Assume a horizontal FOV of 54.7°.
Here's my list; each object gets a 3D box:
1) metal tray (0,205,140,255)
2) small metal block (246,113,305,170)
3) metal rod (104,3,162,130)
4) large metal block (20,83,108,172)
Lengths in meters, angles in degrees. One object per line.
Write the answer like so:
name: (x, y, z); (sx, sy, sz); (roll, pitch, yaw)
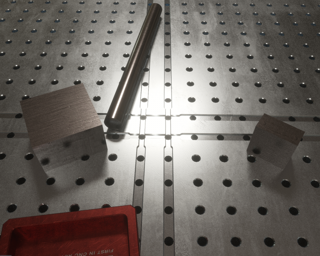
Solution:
metal tray: (-0.084, 0.128, 0.295); (0.131, 0.030, 0.090); (-5, 50, -5)
small metal block: (0.140, 0.017, 0.379); (0.050, 0.050, 0.025); (29, 56, 21)
metal rod: (-0.035, -0.118, 0.506); (0.025, 0.025, 0.300); (8, 50, 6)
large metal block: (-0.121, -0.003, 0.392); (0.081, 0.050, 0.080); (-20, 53, -16)
